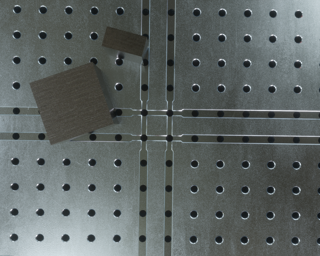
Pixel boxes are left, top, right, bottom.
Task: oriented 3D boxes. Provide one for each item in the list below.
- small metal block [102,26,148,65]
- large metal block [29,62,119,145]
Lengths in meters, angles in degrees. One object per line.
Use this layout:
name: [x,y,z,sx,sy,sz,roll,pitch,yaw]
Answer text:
small metal block: [-0.043,-0.105,0.400,0.050,0.050,0.025,15,90,0]
large metal block: [-0.107,-0.030,0.400,0.080,0.050,0.080,-19,90,0]
